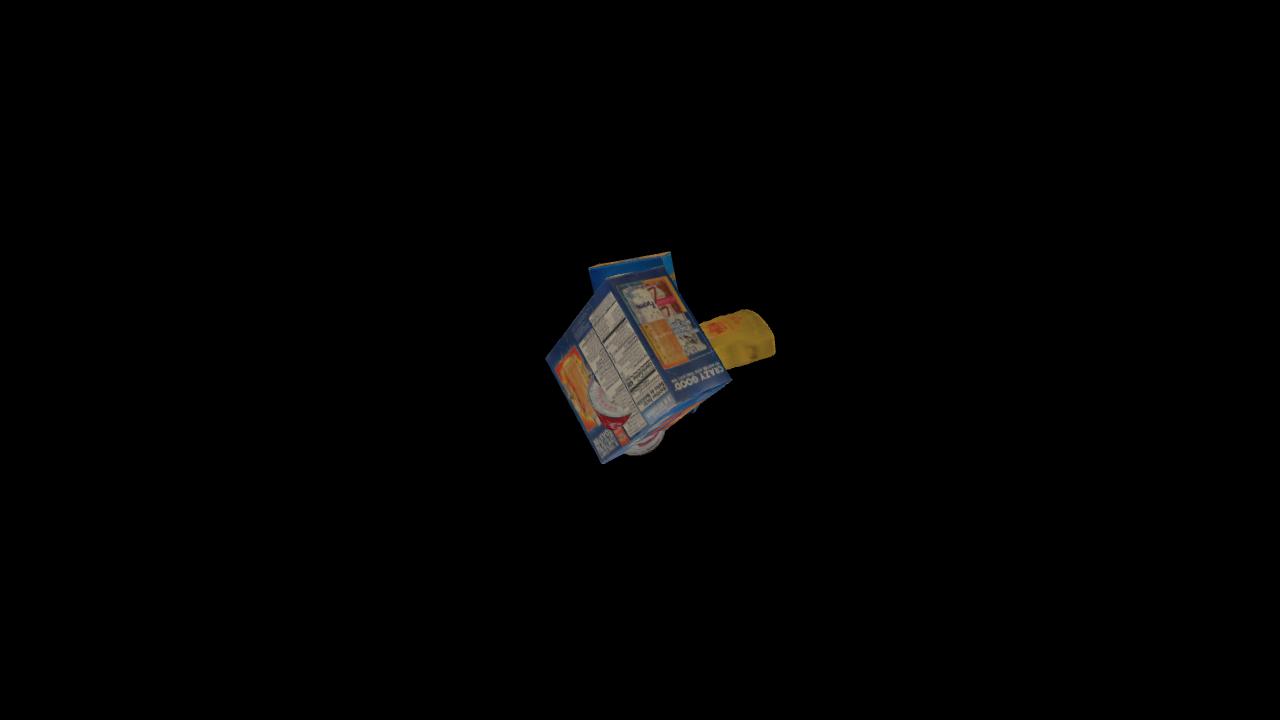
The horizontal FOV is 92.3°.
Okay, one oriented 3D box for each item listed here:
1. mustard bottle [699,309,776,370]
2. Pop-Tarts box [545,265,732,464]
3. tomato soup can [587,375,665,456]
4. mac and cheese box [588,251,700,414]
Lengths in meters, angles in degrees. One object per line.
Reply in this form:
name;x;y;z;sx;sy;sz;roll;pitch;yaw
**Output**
mustard bottle;0.060;-0.006;0.730;0.184;0.054;0.092;-18;33;-11
Pop-Tarts box;-0.009;0.008;0.649;0.083;0.141;0.167;-19;-16;-38
tomato soup can;-0.012;0.054;0.660;0.068;0.068;0.101;0;-32;12
mac and cheese box;0.007;-0.026;0.711;0.093;0.184;0.041;-5;17;23
